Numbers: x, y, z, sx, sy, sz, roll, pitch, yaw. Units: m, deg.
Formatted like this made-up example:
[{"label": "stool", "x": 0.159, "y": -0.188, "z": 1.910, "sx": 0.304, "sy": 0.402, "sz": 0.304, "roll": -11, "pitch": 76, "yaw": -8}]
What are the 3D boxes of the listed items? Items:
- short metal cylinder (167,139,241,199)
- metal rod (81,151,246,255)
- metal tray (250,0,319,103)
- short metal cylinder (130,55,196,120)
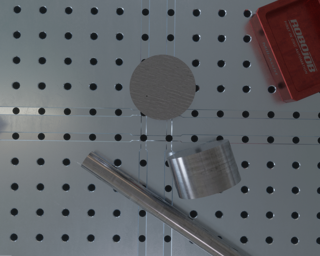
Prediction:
[{"label": "short metal cylinder", "x": 0.054, "y": 0.050, "z": 0.386, "sx": 0.080, "sy": 0.080, "sz": 0.050, "roll": -18, "pitch": 90, "yaw": 0}, {"label": "metal rod", "x": 0.027, "y": 0.126, "z": 0.413, "sx": 0.301, "sy": 0.025, "sz": 0.025, "roll": 34, "pitch": 90, "yaw": 0}, {"label": "metal tray", "x": 0.188, "y": -0.109, "z": 0.412, "sx": 0.090, "sy": 0.030, "sz": 0.129, "roll": -22, "pitch": 90, "yaw": 0}, {"label": "short metal cylinder", "x": 0.003, "y": -0.050, "z": 0.401, "sx": 0.081, "sy": 0.050, "sz": 0.079, "roll": 0, "pitch": 90, "yaw": 0}]
